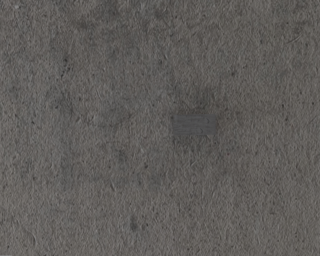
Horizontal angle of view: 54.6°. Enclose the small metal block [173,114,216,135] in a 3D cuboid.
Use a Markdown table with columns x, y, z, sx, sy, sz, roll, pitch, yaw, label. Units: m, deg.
| x | y | z | sx | sy | sz | roll | pitch | yaw | label |
| --- | --- | --- | --- | --- | --- | --- | --- | --- | --- |
| 0.042 | -0.004 | 0.398 | 0.050 | 0.050 | 0.025 | -1 | 90 | 0 | small metal block |
